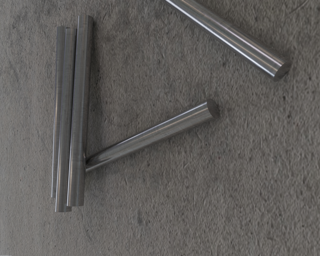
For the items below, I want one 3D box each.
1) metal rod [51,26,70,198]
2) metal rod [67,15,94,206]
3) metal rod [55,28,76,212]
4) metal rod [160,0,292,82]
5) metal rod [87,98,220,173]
[{"bbox_3d":[-0.175,-0.026,0.549,0.025,0.025,0.298,5,93,40],"label":"metal rod"},{"bbox_3d":[-0.124,-0.031,0.486,0.025,0.025,0.298,-5,80,40],"label":"metal rod"},{"bbox_3d":[-0.150,-0.017,0.507,0.025,0.025,0.298,-6,80,40],"label":"metal rod"},{"bbox_3d":[0.031,-0.151,0.378,0.300,0.025,0.025,47,118,30],"label":"metal rod"},{"bbox_3d":[-0.048,0.027,0.444,0.299,0.025,0.025,-25,75,37],"label":"metal rod"}]
